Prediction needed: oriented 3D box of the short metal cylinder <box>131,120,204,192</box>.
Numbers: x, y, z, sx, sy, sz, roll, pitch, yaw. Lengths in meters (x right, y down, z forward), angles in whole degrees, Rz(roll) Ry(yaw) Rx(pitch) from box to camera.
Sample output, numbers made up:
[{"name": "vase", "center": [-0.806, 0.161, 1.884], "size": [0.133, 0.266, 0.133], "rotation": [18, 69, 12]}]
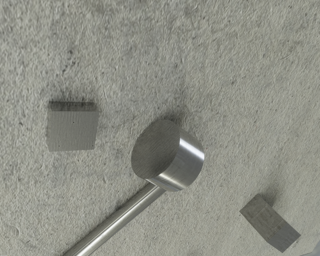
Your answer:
[{"name": "short metal cylinder", "center": [0.009, 0.036, 0.399], "size": [0.050, 0.080, 0.080], "rotation": [34, 99, -39]}]

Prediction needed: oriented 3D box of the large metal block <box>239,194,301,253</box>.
[{"name": "large metal block", "center": [0.214, 0.186, 0.604], "size": [0.050, 0.080, 0.080], "rotation": [-46, 129, 4]}]

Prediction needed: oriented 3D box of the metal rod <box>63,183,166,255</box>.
[{"name": "metal rod", "center": [-0.072, 0.145, 0.457], "size": [0.300, 0.025, 0.025], "rotation": [-40, 130, -1]}]

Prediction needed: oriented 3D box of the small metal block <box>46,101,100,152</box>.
[{"name": "small metal block", "center": [-0.100, -0.002, 0.351], "size": [0.050, 0.025, 0.050], "rotation": [-1, 119, -28]}]
